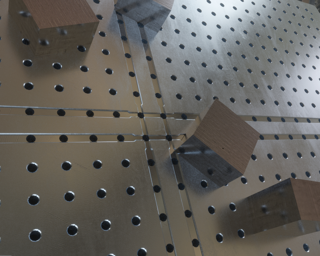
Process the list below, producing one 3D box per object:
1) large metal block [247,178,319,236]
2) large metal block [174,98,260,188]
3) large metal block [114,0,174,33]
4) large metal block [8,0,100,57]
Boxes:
[{"bbox_3d":[0.177,0.107,0.405,0.081,0.080,0.050,11,57,-23],"label":"large metal block"},{"bbox_3d":[0.080,0.020,0.425,0.080,0.050,0.080,39,51,-3],"label":"large metal block"},{"bbox_3d":[-0.021,-0.219,0.516,0.080,0.050,0.080,24,53,-14],"label":"large metal block"},{"bbox_3d":[-0.140,-0.148,0.408,0.081,0.050,0.080,-23,75,-37],"label":"large metal block"}]
